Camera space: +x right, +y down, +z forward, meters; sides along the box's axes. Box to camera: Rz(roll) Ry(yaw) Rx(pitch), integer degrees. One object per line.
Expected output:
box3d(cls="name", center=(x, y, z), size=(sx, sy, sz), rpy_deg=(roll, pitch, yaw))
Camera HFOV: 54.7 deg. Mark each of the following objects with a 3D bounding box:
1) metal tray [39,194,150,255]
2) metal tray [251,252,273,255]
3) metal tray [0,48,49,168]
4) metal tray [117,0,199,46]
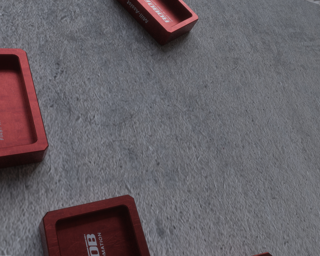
box3d(cls="metal tray", center=(-0.053, 0.136, 0.288), size=(0.091, 0.030, 0.130), rpy_deg=(-6, 65, -31))
box3d(cls="metal tray", center=(0.076, 0.190, 0.325), size=(0.131, 0.030, 0.090), rpy_deg=(1, 62, -28))
box3d(cls="metal tray", center=(-0.176, -0.022, 0.319), size=(0.091, 0.030, 0.130), rpy_deg=(-8, 66, -32))
box3d(cls="metal tray", center=(-0.008, -0.207, 0.521), size=(0.130, 0.030, 0.091), rpy_deg=(47, 51, 4))
